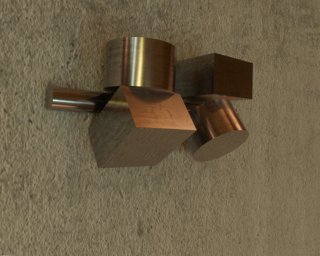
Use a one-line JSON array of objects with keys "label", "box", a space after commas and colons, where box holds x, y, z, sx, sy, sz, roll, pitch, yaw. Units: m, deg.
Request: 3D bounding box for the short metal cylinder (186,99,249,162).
[{"label": "short metal cylinder", "box": [0.073, 0.005, 0.423, 0.081, 0.080, 0.050, 2, 54, -40]}]

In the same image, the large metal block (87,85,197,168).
[{"label": "large metal block", "box": [-0.022, 0.002, 0.344, 0.081, 0.080, 0.050, 3, 54, -40]}]

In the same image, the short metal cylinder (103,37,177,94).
[{"label": "short metal cylinder", "box": [-0.022, -0.066, 0.351, 0.081, 0.080, 0.050, 4, 88, -40]}]

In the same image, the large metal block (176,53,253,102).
[{"label": "large metal block", "box": [0.070, -0.065, 0.428, 0.081, 0.080, 0.050, 2, 89, -40]}]

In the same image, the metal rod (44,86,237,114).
[{"label": "metal rod", "box": [0.003, -0.025, 0.411, 0.302, 0.025, 0.025, 3, 88, -40]}]
